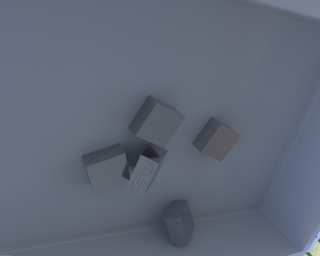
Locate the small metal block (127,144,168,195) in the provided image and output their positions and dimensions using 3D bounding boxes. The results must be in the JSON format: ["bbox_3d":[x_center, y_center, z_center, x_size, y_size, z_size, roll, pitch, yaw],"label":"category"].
[{"bbox_3d":[-0.016,0.054,0.414,0.025,0.050,0.050,26,109,7],"label":"small metal block"}]

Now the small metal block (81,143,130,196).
[{"bbox_3d":[-0.069,0.054,0.404,0.050,0.025,0.050,-19,126,-18],"label":"small metal block"}]

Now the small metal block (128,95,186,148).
[{"bbox_3d":[-0.004,-0.008,0.401,0.050,0.025,0.050,24,105,-37],"label":"small metal block"}]

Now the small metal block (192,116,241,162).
[{"bbox_3d":[0.086,0.018,0.466,0.050,0.025,0.050,26,104,-37],"label":"small metal block"}]

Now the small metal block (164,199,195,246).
[{"bbox_3d":[0.032,0.149,0.490,0.025,0.050,0.050,-11,107,21],"label":"small metal block"}]
